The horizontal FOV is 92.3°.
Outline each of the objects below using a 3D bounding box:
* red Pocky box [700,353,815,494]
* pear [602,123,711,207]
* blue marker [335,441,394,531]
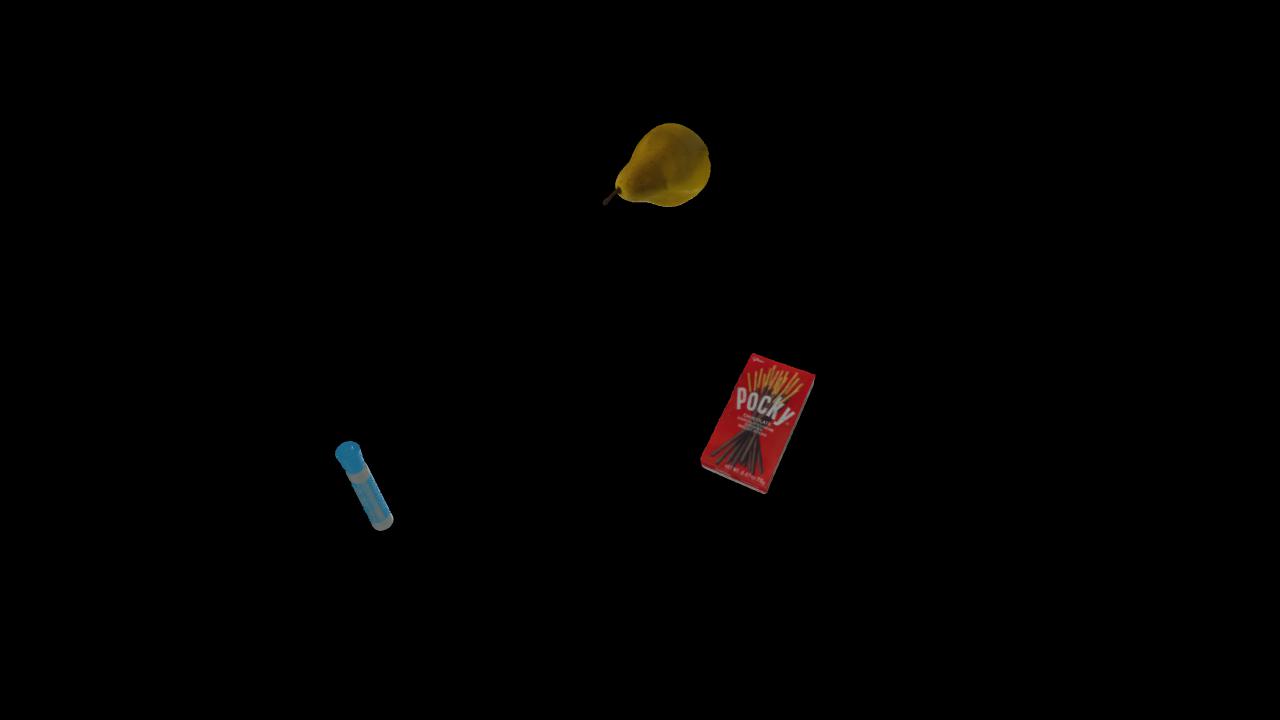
[{"bbox_3d":[0.138,0.070,0.717,0.083,0.155,0.028,20,-24,23],"label":"red Pocky box"},{"bbox_3d":[0.011,-0.175,0.572,0.111,0.080,0.080,-29,18,-36],"label":"pear"},{"bbox_3d":[-0.236,0.109,0.529,0.020,0.020,0.121,0,-43,-4],"label":"blue marker"}]
